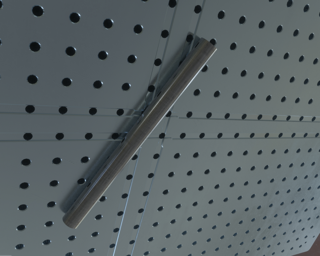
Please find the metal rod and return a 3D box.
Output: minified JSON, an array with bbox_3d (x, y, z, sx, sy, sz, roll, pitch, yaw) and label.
[{"bbox_3d":[-0.031,0.013,0.403,0.025,0.025,0.299,32,101,-39],"label":"metal rod"}]
